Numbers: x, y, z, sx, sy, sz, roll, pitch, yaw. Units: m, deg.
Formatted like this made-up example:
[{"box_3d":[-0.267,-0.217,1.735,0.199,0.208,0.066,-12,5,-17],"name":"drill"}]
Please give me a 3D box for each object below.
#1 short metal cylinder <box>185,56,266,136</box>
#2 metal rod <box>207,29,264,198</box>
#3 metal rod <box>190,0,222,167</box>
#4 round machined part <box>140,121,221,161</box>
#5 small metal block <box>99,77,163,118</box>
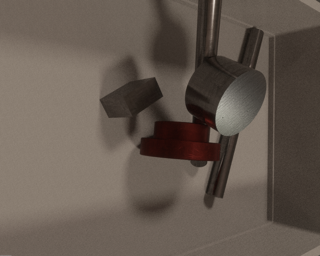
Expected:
[{"box_3d":[0.076,-0.037,0.359,0.081,0.050,0.079,-23,131,-29],"name":"short metal cylinder"},{"box_3d":[0.129,-0.032,0.517,0.025,0.025,0.299,29,72,-37],"name":"metal rod"},{"box_3d":[0.055,-0.071,0.374,0.025,0.025,0.298,-32,135,-36],"name":"metal rod"},{"box_3d":[0.026,0.015,0.383,0.099,0.098,0.042,7,86,-40],"name":"round machined part"},{"box_3d":[-0.034,-0.035,0.364,0.050,0.050,0.025,-37,114,-34],"name":"small metal block"}]
